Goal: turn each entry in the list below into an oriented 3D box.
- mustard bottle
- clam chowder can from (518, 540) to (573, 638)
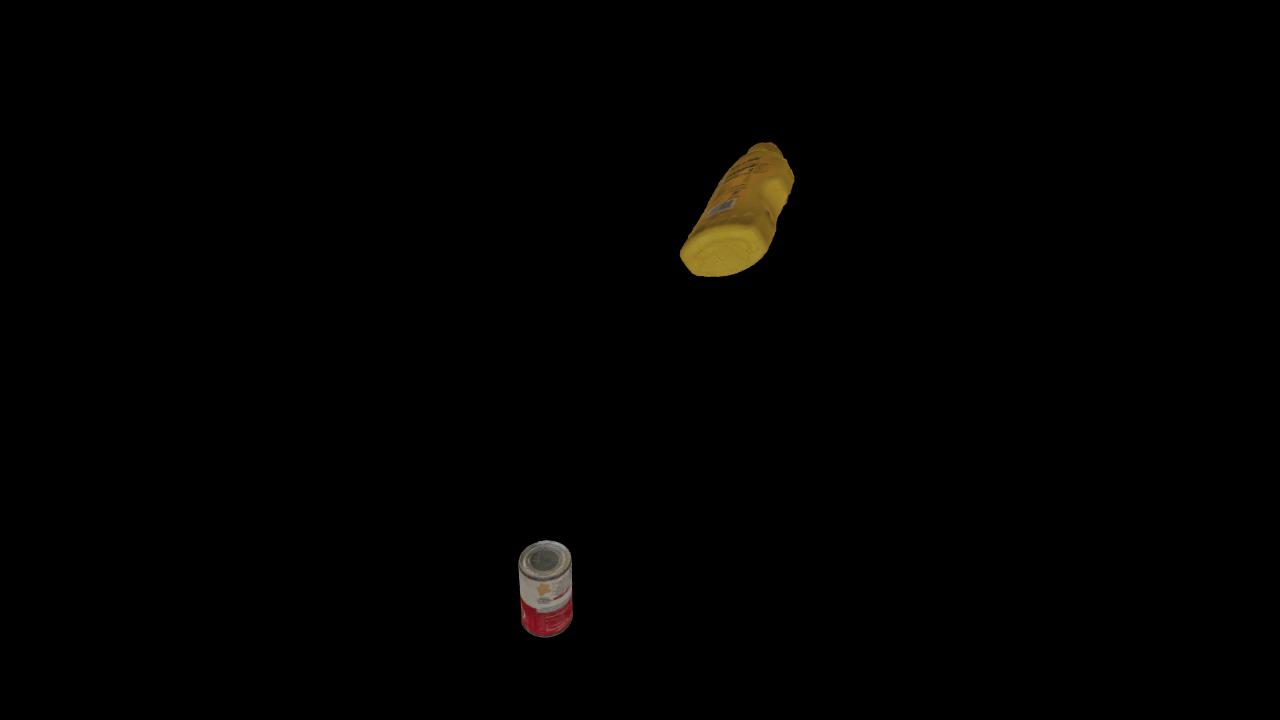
[{"bbox_3d":[0.108,-0.163,0.616,0.054,0.184,0.092,44,-39,-23],"label":"mustard bottle"},{"bbox_3d":[-0.119,0.290,0.782,0.068,0.102,0.068,3,27,-1],"label":"clam chowder can"}]
